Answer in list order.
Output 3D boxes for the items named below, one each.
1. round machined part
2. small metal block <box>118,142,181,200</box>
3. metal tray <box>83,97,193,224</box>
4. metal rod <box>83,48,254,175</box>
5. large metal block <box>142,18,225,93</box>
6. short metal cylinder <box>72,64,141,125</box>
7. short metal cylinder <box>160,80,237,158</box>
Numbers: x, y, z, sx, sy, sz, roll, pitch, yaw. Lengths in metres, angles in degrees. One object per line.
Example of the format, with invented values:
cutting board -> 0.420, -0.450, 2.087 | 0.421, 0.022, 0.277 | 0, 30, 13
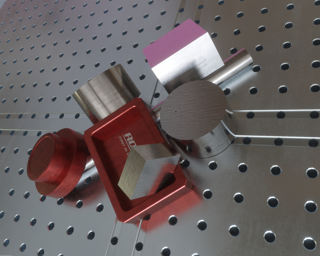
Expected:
round machined part -> -0.147, 0.045, 0.431 | 0.098, 0.042, 0.098 | -22, 54, 35
small metal block -> -0.011, 0.045, 0.333 | 0.025, 0.050, 0.050 | 40, 120, 37
metal tray -> -0.030, 0.038, 0.379 | 0.090, 0.030, 0.130 | -33, 64, 7
metal rod -> -0.010, -0.013, 0.424 | 0.300, 0.025, 0.025 | -33, 52, 7
large metal block -> 0.028, -0.097, 0.422 | 0.080, 0.050, 0.080 | -32, 32, 7
short metal cylinder -> -0.074, -0.046, 0.433 | 0.080, 0.050, 0.080 | -33, 8, 6
short metal cylinder -> 0.047, -0.010, 0.373 | 0.080, 0.050, 0.080 | -13, 56, 21
